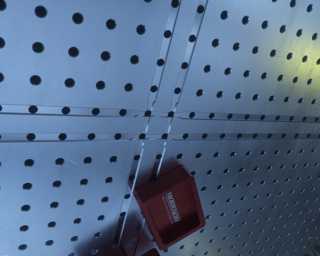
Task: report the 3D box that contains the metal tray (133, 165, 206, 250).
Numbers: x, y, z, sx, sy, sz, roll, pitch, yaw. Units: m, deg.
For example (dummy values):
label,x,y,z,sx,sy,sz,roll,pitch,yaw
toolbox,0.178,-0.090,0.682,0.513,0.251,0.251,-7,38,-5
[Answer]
label,x,y,z,sx,sy,sz,roll,pitch,yaw
metal tray,0.019,0.131,0.498,0.090,0.030,0.129,-26,128,-12

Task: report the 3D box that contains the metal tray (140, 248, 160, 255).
label,x,y,z,sx,sy,sz,roll,pitch,yaw
metal tray,-0.045,0.262,0.505,0.131,0.030,0.090,-29,128,-10

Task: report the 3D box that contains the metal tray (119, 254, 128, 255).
label,x,y,z,sx,sy,sz,roll,pitch,yaw
metal tray,-0.103,0.276,0.522,0.131,0.030,0.090,-21,127,-16
